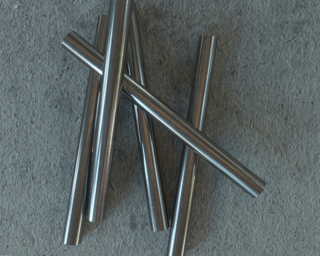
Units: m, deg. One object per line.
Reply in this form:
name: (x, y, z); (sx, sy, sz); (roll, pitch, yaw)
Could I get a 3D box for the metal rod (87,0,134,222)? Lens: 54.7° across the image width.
metal rod: (-0.060, -0.023, 0.367); (0.025, 0.025, 0.298); (10, 107, 0)

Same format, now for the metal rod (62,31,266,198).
metal rod: (0.005, -0.016, 0.383); (0.300, 0.025, 0.025); (38, 90, 0)

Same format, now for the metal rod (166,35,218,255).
metal rod: (0.042, 0.028, 0.410); (0.025, 0.025, 0.298); (9, 90, 0)

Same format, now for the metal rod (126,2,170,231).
metal rod: (-0.022, -0.015, 0.409); (0.025, 0.025, 0.298); (-9, 90, 0)

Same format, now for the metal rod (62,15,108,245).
metal rod: (-0.092, 0.003, 0.409); (0.025, 0.025, 0.298); (9, 90, 0)
